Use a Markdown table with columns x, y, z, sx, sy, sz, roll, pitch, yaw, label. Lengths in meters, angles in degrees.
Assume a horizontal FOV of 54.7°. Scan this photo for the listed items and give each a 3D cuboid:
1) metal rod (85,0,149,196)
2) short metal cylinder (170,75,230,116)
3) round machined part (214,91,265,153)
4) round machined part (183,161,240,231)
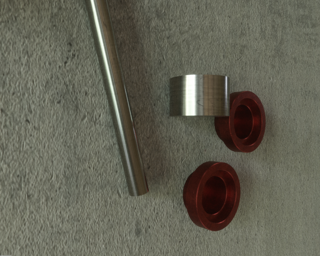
| x | y | z | sx | sy | sz | roll | pitch | yaw | label |
| --- | --- | --- | --- | --- | --- | --- | --- | --- | --- |
| -0.055 | -0.064 | 0.359 | 0.025 | 0.025 | 0.298 | -19 | 103 | -39 | metal rod |
| 0.053 | -0.040 | 0.416 | 0.081 | 0.080 | 0.050 | 0 | 90 | -40 | short metal cylinder |
| 0.126 | -0.010 | 0.502 | 0.099 | 0.042 | 0.097 | 0 | 90 | -40 | round machined part |
| 0.072 | 0.097 | 0.457 | 0.099 | 0.042 | 0.097 | 0 | 90 | -40 | round machined part |
